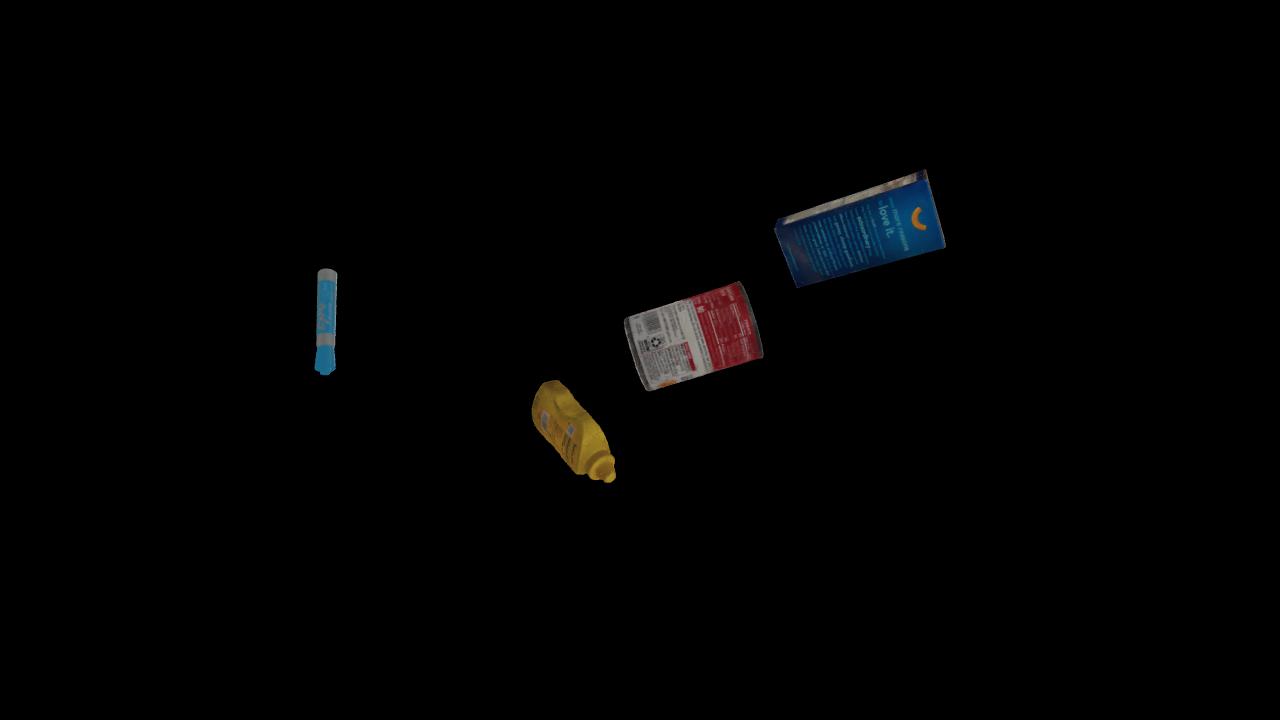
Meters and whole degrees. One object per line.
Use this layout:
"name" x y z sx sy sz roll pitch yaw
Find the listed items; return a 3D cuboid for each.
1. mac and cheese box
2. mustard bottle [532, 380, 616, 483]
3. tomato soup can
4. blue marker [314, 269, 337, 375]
"mac and cheese box" 0.271 -0.159 0.769 0.184 0.093 0.041 -13 28 30
"mustard bottle" -0.090 0.112 0.874 0.054 0.092 0.184 -6 33 -38
"tomato soup can" 0.044 -0.018 0.513 0.101 0.068 0.068 -18 -1 4
"blue marker" -0.321 -0.039 0.630 0.020 0.121 0.020 -10 -26 -5
